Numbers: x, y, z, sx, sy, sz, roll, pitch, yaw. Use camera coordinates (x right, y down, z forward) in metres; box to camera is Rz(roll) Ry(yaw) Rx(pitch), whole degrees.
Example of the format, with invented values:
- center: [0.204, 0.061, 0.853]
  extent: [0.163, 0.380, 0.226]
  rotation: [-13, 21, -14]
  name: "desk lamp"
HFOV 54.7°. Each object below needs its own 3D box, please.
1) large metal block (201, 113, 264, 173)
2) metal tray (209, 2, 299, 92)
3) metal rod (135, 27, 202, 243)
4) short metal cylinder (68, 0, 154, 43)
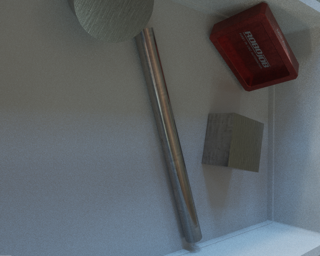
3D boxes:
- center: [0.117, 0.024, 0.491]
  extent: [0.081, 0.050, 0.080]
  rotation: [15, 81, -39]
  name: "large metal block"
- center: [0.150, -0.121, 0.489]
  extent: [0.130, 0.090, 0.030]
  rotation: [45, 49, -31]
  name: "metal tray"
- center: [0.014, 0.018, 0.420]
  extent: [0.025, 0.025, 0.298]
  rotation: [-23, 105, -38]
  name: "metal rod"
- center: [-0.053, -0.136, 0.323]
  extent: [0.081, 0.050, 0.079]
  rotation: [-14, 129, -18]
  name: "short metal cylinder"
